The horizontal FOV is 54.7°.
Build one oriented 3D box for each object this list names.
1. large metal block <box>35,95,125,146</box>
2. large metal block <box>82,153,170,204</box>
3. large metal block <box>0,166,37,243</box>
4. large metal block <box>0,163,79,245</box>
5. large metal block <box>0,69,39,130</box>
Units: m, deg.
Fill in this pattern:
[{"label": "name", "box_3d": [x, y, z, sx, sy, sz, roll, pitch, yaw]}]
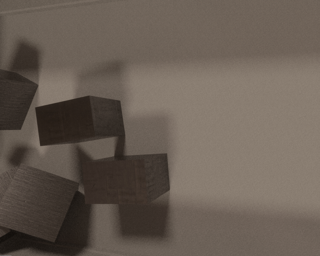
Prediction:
[{"label": "large metal block", "box_3d": [-0.104, -0.008, 0.417, 0.080, 0.080, 0.050, -10, 87, 19]}, {"label": "large metal block", "box_3d": [-0.040, 0.062, 0.394, 0.080, 0.080, 0.050, -5, 89, 19]}, {"label": "large metal block", "box_3d": [-0.227, 0.115, 0.453, 0.081, 0.050, 0.080, -29, 77, -27]}, {"label": "large metal block", "box_3d": [-0.165, 0.105, 0.420, 0.080, 0.050, 0.080, 21, 62, -7]}, {"label": "large metal block", "box_3d": [-0.243, -0.043, 0.465, 0.050, 0.080, 0.080, 28, 99, 17]}]
